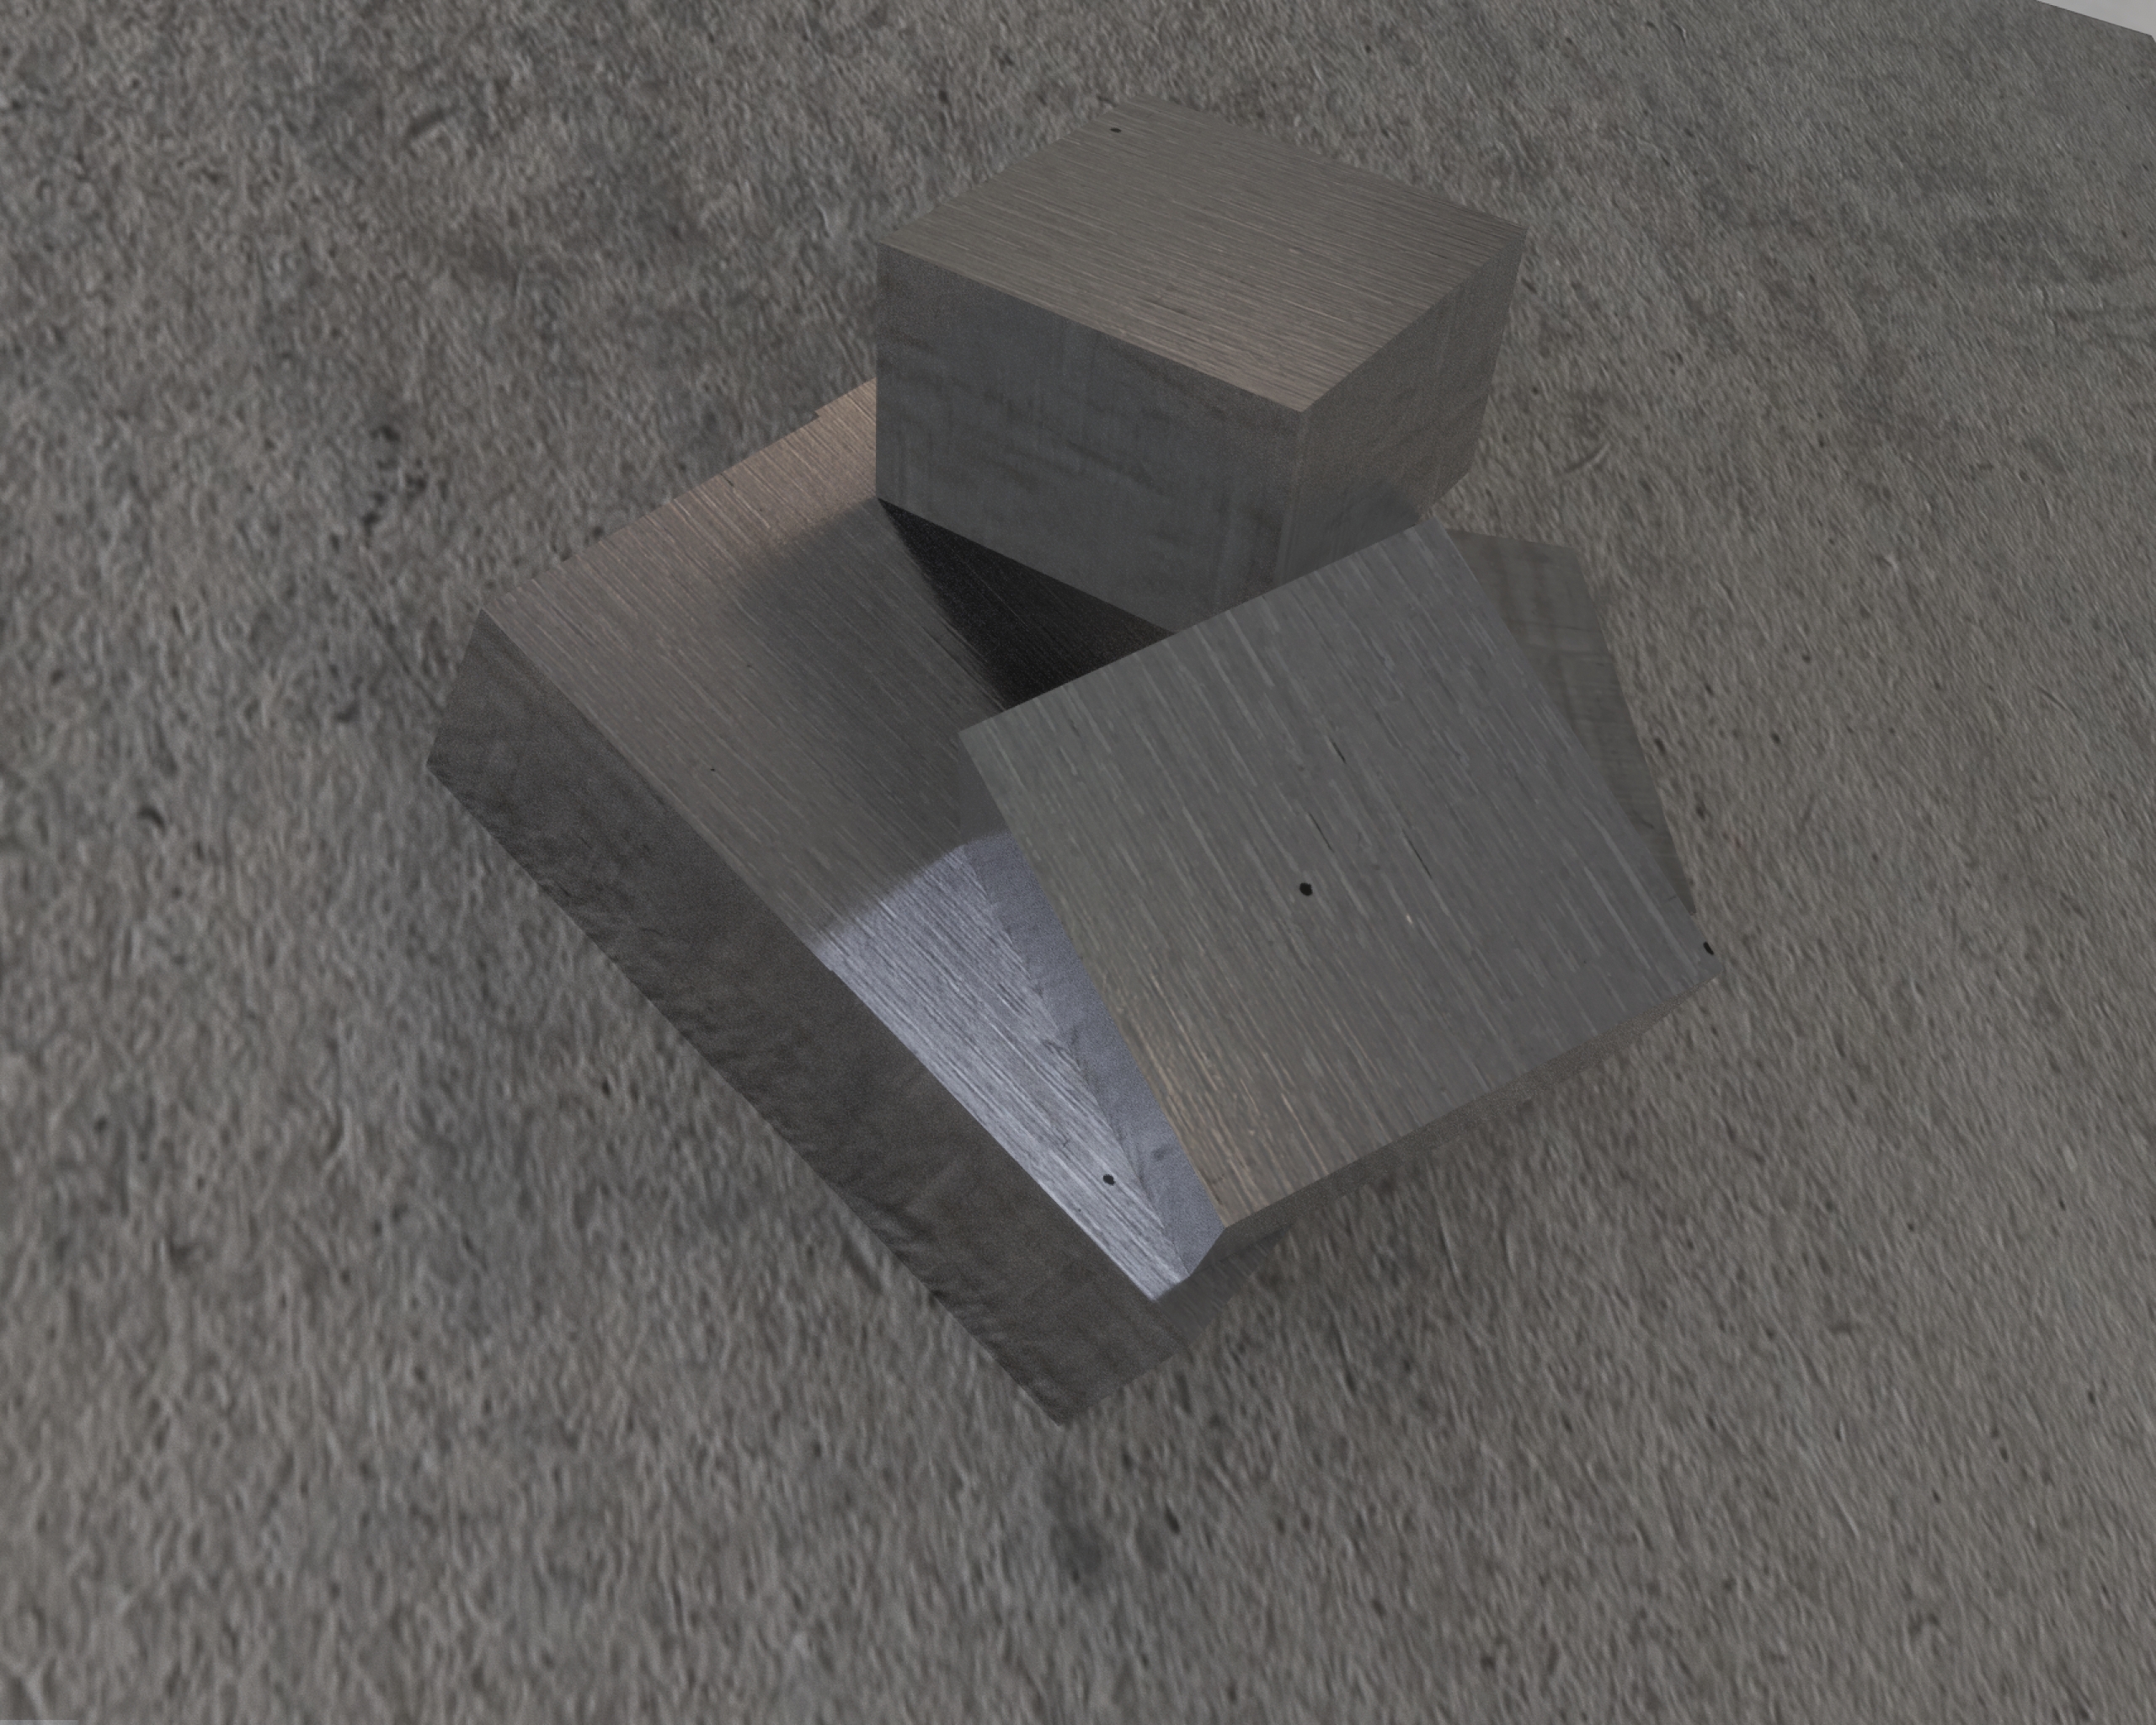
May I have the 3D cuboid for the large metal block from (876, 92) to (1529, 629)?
[{"bbox_3d":[0.021,-0.088,0.370,0.080,0.050,0.080,27,47,21],"label":"large metal block"}]

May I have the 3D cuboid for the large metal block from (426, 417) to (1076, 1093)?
[{"bbox_3d":[-0.053,-0.021,0.372,0.080,0.050,0.080,46,51,4],"label":"large metal block"}]

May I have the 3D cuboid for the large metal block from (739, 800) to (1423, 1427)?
[{"bbox_3d":[0.003,0.036,0.367,0.080,0.050,0.080,46,51,4],"label":"large metal block"}]

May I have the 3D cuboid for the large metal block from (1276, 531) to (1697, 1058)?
[{"bbox_3d":[0.064,-0.009,0.408,0.050,0.080,0.080,4,60,-27],"label":"large metal block"}]

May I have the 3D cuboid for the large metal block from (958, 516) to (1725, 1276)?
[{"bbox_3d":[0.036,0.006,0.320,0.080,0.050,0.080,-25,74,-11],"label":"large metal block"}]

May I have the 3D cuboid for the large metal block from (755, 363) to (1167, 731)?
[{"bbox_3d":[-0.007,-0.063,0.422,0.080,0.050,0.080,46,51,3],"label":"large metal block"}]
